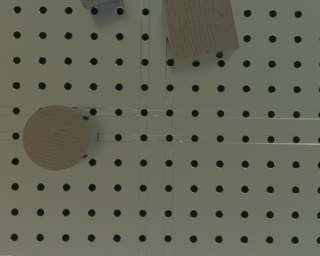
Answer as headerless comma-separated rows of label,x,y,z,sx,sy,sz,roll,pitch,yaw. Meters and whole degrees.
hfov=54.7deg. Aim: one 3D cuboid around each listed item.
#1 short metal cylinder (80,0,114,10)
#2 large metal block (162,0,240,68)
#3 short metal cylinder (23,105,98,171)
short metal cylinder,-0.084,-0.196,0.385,0.050,0.080,0.080,-20,90,0
large metal block,0.050,-0.129,0.401,0.080,0.050,0.080,-11,90,0
short metal cylinder,-0.126,0.012,0.400,0.081,0.050,0.079,0,90,0
